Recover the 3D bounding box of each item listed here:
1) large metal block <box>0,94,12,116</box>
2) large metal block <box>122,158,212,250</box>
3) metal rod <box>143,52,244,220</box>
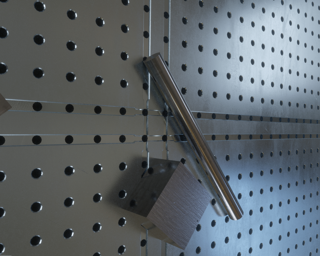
[{"bbox_3d":[-0.170,-0.031,0.231,0.050,0.080,0.080,-47,118,-30],"label":"large metal block"},{"bbox_3d":[0.012,0.097,0.405,0.080,0.050,0.080,49,61,-29],"label":"large metal block"},{"bbox_3d":[0.059,0.027,0.460,0.025,0.025,0.299,-45,117,-31],"label":"metal rod"}]
